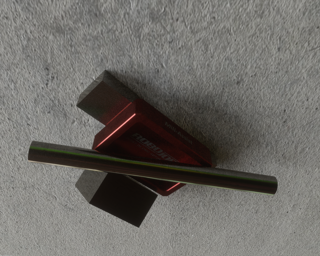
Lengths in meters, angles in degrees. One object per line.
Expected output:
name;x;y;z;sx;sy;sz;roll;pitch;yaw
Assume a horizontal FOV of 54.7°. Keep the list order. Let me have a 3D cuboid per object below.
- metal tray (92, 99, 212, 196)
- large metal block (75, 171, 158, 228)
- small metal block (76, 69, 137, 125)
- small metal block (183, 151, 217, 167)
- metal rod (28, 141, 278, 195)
metal tray;-0.008;0.031;0.398;0.130;0.030;0.090;36;121;-27
large metal block;-0.063;0.087;0.435;0.080;0.080;0.050;36;80;-27
small metal block;-0.064;-0.034;0.378;0.050;0.025;0.050;-38;121;27
small metal block;0.046;0.049;0.451;0.050;0.025;0.050;31;123;-24
metal rod;-0.001;0.051;0.380;0.302;0.025;0.025;9;130;-9
